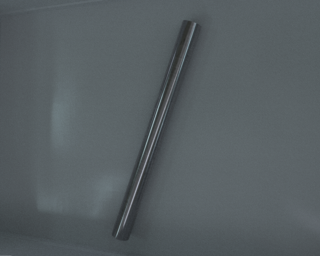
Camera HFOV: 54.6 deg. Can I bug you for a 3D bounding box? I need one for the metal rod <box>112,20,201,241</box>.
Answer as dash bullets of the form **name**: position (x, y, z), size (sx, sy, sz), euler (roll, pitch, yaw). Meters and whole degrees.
- **metal rod**: position (-0.007, 0.008, 0.411), size (0.025, 0.025, 0.298), euler (21, 97, 19)
